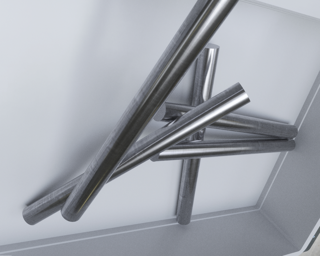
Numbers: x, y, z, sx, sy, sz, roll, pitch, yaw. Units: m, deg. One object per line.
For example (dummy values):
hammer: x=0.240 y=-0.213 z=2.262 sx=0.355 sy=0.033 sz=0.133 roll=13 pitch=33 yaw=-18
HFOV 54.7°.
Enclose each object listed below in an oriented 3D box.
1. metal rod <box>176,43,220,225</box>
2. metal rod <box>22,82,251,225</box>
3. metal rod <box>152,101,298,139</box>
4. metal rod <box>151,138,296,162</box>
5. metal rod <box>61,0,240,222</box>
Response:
metal rod: x=0.050 y=0.028 z=0.455 sx=0.025 sy=0.025 sz=0.298 roll=-10 pitch=123 yaw=-24
metal rod: x=-0.037 y=0.036 z=0.360 sx=0.300 sy=0.025 sz=0.025 roll=-31 pitch=131 yaw=12
metal rod: x=0.114 y=-0.007 z=0.445 sx=0.302 sy=0.025 sz=0.025 roll=7 pitch=115 yaw=-40
metal rod: x=0.112 y=0.029 z=0.466 sx=0.302 sy=0.025 sz=0.025 roll=0 pitch=119 yaw=-37
metal rod: x=-0.025 y=-0.005 z=0.287 sx=0.025 sy=0.025 sz=0.298 roll=14 pitch=127 yaw=-35
